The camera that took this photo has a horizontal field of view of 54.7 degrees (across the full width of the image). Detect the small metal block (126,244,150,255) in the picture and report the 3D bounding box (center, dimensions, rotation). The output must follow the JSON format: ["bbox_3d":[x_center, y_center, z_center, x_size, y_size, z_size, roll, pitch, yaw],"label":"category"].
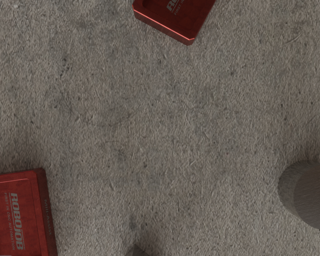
[{"bbox_3d":[-0.022,0.183,0.397,0.050,0.050,0.025,38,90,0],"label":"small metal block"}]

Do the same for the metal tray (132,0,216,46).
[{"bbox_3d":[0.033,-0.187,0.407,0.090,0.030,0.130,29,90,0],"label":"metal tray"}]

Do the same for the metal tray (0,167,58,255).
[{"bbox_3d":[-0.192,0.123,0.405,0.091,0.030,0.129,-8,90,0],"label":"metal tray"}]

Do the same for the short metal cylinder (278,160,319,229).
[{"bbox_3d":[0.202,0.084,0.399,0.081,0.050,0.080,0,90,0],"label":"short metal cylinder"}]
